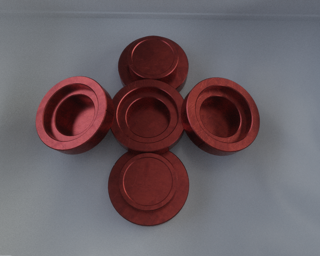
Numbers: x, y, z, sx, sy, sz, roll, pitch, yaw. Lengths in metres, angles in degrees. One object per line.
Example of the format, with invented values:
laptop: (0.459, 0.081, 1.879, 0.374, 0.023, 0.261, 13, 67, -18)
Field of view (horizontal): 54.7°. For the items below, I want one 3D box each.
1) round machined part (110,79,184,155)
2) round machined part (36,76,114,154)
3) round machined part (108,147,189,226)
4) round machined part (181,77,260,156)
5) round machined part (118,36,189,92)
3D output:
round machined part: (-0.015, -0.011, 0.402, 0.099, 0.042, 0.098, 0, 70, 0)
round machined part: (-0.103, -0.013, 0.394, 0.098, 0.042, 0.098, -6, 69, 16)
round machined part: (-0.014, 0.067, 0.374, 0.099, 0.042, 0.098, 0, 70, 0)
round machined part: (0.072, -0.011, 0.394, 0.099, 0.042, 0.098, 6, 69, -16)
round machined part: (-0.009, -0.088, 0.431, 0.099, 0.042, 0.098, 0, 70, 0)
